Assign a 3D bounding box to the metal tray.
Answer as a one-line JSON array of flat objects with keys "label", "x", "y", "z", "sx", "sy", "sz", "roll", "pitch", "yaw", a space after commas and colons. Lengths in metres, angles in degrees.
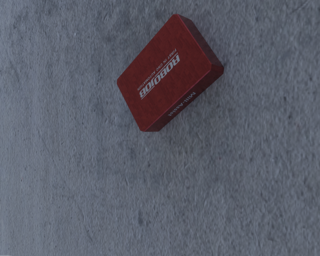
[{"label": "metal tray", "x": 0.007, "y": -0.066, "z": 0.397, "sx": 0.129, "sy": 0.030, "sz": 0.090, "roll": -42, "pitch": 65, "yaw": 32}]
